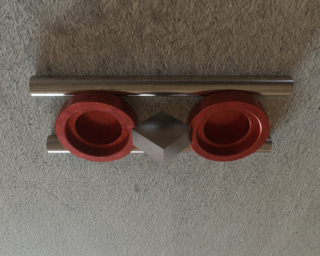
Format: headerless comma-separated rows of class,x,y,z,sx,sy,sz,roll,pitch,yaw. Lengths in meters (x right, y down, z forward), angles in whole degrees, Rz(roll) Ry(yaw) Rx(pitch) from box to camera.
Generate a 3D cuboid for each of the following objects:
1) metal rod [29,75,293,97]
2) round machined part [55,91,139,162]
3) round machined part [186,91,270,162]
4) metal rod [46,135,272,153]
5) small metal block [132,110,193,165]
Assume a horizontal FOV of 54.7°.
metal rod,0.002,-0.050,0.366,0.302,0.025,0.025,0,130,-1
round machined part,-0.075,-0.006,0.386,0.099,0.042,0.097,0,130,0
round machined part,0.082,-0.006,0.386,0.099,0.042,0.097,0,130,0
metal rod,0.000,0.022,0.427,0.302,0.025,0.025,0,130,-1
small metal block,0.003,0.010,0.366,0.050,0.050,0.025,31,138,32
